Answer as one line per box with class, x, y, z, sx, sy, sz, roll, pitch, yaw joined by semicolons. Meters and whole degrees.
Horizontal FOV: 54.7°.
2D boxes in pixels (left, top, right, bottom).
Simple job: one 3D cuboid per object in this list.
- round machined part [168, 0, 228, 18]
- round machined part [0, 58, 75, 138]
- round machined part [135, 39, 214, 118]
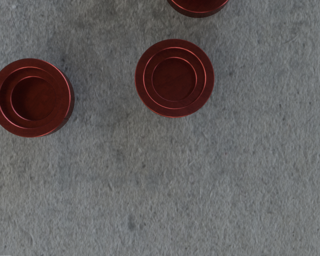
round machined part;0.052;-0.199;0.402;0.099;0.042;0.097;0;90;-1
round machined part;-0.159;-0.037;0.399;0.099;0.042;0.097;0;90;-1
round machined part;0.018;-0.061;0.402;0.099;0.042;0.097;0;90;-1
